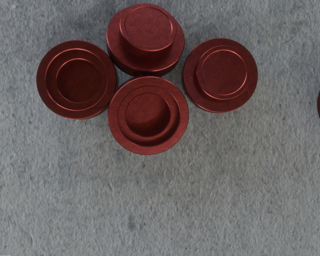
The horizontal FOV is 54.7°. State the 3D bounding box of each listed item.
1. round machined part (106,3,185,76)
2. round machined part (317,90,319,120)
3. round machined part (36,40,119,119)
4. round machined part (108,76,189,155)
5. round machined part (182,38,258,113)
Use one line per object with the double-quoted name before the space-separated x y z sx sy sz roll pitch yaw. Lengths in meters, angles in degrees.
"round machined part" -0.017 -0.114 0.385 0.099 0.042 0.098 3 71 -9
"round machined part" 0.254 -0.031 0.405 0.099 0.042 0.097 0 90 -1
"round machined part" -0.102 -0.059 0.400 0.099 0.042 0.097 0 90 -1
"round machined part" -0.016 -0.018 0.392 0.099 0.042 0.097 -3 105 -10
"round machined part" 0.079 -0.069 0.403 0.099 0.042 0.097 0 90 -1
